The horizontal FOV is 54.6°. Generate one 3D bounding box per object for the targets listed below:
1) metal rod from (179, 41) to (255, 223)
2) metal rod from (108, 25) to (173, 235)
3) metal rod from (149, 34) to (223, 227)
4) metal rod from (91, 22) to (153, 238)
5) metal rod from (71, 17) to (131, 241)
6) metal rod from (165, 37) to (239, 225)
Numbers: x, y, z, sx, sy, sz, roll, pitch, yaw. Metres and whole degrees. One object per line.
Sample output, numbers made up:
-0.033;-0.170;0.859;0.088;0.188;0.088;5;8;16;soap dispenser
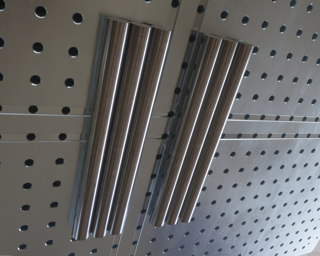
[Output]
0.075;0.021;0.463;0.025;0.025;0.298;1;118;-29;metal rod
-0.033;0.021;0.404;0.025;0.025;0.298;1;118;-29;metal rod
0.030;0.020;0.438;0.025;0.025;0.298;1;118;-29;metal rod
-0.055;0.021;0.392;0.025;0.025;0.298;1;118;-29;metal rod
-0.078;0.020;0.380;0.025;0.025;0.298;1;118;-29;metal rod
0.052;0.020;0.450;0.025;0.025;0.298;1;118;-29;metal rod
